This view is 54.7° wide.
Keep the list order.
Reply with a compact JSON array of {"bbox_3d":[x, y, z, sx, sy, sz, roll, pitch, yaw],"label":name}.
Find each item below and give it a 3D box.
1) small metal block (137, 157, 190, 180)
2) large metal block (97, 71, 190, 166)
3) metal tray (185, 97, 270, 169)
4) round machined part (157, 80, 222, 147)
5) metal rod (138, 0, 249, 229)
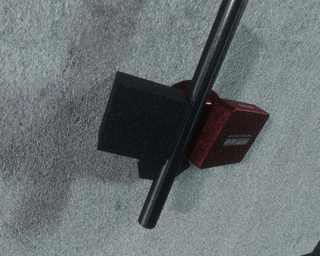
[{"bbox_3d":[0.005,0.050,0.429,0.050,0.025,0.050,17,135,-35],"label":"small metal block"},{"bbox_3d":[-0.022,-0.011,0.359,0.081,0.050,0.079,15,112,-15],"label":"large metal block"},{"bbox_3d":[0.098,0.008,0.435,0.131,0.030,0.089,2,121,-52],"label":"metal tray"},{"bbox_3d":[0.042,-0.011,0.413,0.099,0.042,0.097,-14,124,-21],"label":"round machined part"},{"bbox_3d":[0.031,-0.005,0.368,0.025,0.025,0.298,8,112,-32],"label":"metal rod"}]
